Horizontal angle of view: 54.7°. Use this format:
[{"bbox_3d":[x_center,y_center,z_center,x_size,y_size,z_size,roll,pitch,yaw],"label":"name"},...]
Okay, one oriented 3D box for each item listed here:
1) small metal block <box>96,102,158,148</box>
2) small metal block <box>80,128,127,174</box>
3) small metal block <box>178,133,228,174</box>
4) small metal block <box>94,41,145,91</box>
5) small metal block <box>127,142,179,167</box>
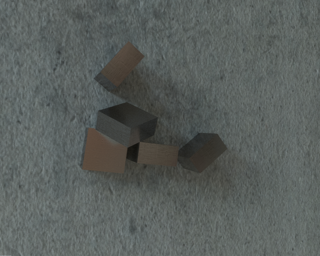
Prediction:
[{"bbox_3d":[-0.039,-0.006,0.370,0.050,0.050,0.025,-25,134,-51],"label":"small metal block"},{"bbox_3d":[-0.069,0.028,0.384,0.050,0.025,0.050,9,87,-20],"label":"small metal block"},{"bbox_3d":[0.054,0.032,0.417,0.050,0.050,0.025,-39,103,-16],"label":"small metal block"},{"bbox_3d":[-0.051,-0.073,0.378,0.025,0.050,0.050,43,77,-16],"label":"small metal block"},{"bbox_3d":[-0.010,0.032,0.393,0.050,0.050,0.025,8,88,-20],"label":"small metal block"}]
